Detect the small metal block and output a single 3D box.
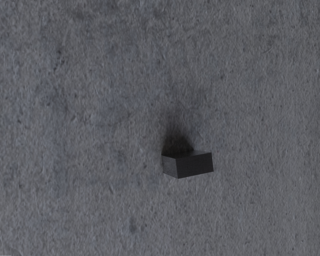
[{"bbox_3d":[0.035,0.047,0.410,0.050,0.050,0.025,-8,93,-20],"label":"small metal block"}]
